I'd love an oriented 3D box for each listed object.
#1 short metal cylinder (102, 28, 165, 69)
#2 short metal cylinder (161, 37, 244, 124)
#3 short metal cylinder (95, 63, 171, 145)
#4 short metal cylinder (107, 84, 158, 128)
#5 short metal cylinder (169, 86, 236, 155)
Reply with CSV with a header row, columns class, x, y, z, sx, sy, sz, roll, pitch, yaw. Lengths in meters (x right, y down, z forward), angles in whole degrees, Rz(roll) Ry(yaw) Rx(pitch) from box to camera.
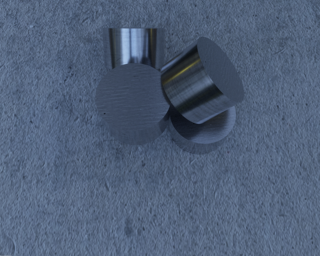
class,x,y,z,sx,sy,sz,roll,pitch,yaw
short metal cylinder,-0.034,-0.107,0.412,0.081,0.080,0.050,0,109,0
short metal cylinder,0.047,-0.051,0.339,0.050,0.081,0.080,-32,67,34
short metal cylinder,-0.028,-0.026,0.351,0.081,0.050,0.080,0,70,0
short metal cylinder,-0.039,-0.030,0.406,0.081,0.050,0.080,0,70,0
short metal cylinder,0.052,-0.011,0.400,0.081,0.050,0.080,0,70,0
